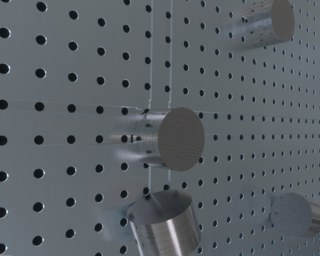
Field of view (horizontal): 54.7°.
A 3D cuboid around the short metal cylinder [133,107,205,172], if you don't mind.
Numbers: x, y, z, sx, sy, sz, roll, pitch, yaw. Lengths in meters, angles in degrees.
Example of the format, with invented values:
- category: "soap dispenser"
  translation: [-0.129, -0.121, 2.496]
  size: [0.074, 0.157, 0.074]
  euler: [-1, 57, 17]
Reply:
- category: "short metal cylinder"
  translation: [0.012, 0.014, 0.403]
  size: [0.081, 0.050, 0.079]
  euler: [0, 90, -40]

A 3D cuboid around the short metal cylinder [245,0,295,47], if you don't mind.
- category: "short metal cylinder"
  translation: [0.199, -0.190, 0.559]
  size: [0.081, 0.050, 0.079]
  euler: [0, 90, -40]

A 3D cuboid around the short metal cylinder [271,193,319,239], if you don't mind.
- category: "short metal cylinder"
  translation: [0.262, 0.168, 0.593]
  size: [0.050, 0.080, 0.080]
  euler: [22, 76, -38]

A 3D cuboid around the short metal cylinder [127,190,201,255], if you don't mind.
- category: "short metal cylinder"
  translation: [0.005, 0.117, 0.378]
  size: [0.081, 0.080, 0.050]
  euler: [-25, 106, -37]
